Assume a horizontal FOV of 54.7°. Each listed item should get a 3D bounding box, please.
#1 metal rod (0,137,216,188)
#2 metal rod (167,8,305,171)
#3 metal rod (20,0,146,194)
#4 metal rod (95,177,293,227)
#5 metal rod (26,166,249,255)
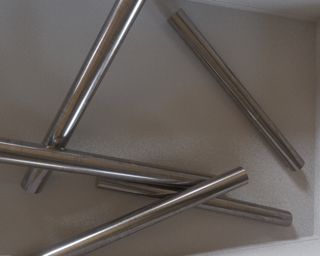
[{"bbox_3d":[-0.048,0.048,0.361,0.302,0.025,0.025,14,85,-31],"label":"metal rod"},{"bbox_3d":[0.118,-0.047,0.453,0.025,0.025,0.300,-47,105,-14],"label":"metal rod"},{"bbox_3d":[-0.072,-0.055,0.322,0.025,0.025,0.299,27,104,-18],"label":"metal rod"},{"bbox_3d":[0.061,0.102,0.432,0.302,0.025,0.025,16,85,-19],"label":"metal rod"},{"bbox_3d":[-0.028,0.114,0.380,0.302,0.025,0.025,-20,97,-12],"label":"metal rod"}]
